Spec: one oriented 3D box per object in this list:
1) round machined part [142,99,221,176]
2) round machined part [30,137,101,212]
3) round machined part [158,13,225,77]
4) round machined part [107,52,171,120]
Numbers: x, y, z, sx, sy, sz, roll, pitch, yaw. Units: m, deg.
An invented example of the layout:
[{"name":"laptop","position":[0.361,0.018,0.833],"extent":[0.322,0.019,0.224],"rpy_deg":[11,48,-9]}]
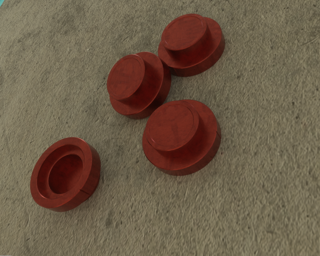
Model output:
[{"name":"round machined part","position":[0.021,0.005,0.379],"extent":[0.098,0.042,0.098],"rpy_deg":[-13,56,21]},{"name":"round machined part","position":[-0.121,0.065,0.417],"extent":[0.098,0.042,0.098],"rpy_deg":[-13,56,21]},{"name":"round machined part","position":[0.041,-0.126,0.449],"extent":[0.098,0.042,0.098],"rpy_deg":[-13,56,21]},{"name":"round machined part","position":[-0.036,-0.064,0.438],"extent":[0.098,0.042,0.098],"rpy_deg":[-14,65,32]}]
